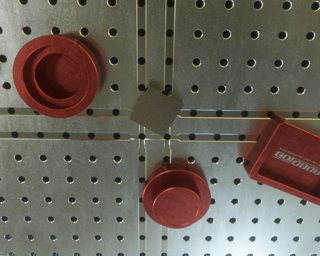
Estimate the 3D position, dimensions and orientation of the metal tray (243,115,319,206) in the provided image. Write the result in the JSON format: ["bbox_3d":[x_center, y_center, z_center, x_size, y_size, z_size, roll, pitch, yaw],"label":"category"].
[{"bbox_3d":[0.196,0.048,0.431,0.131,0.030,0.089,22,108,-9],"label":"metal tray"}]

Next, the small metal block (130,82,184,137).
[{"bbox_3d":[-0.004,-0.024,0.404,0.050,0.025,0.050,29,107,-11],"label":"small metal block"}]

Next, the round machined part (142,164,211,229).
[{"bbox_3d":[0.024,0.104,0.443,0.099,0.042,0.097,0,110,-1],"label":"round machined part"}]

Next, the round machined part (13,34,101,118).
[{"bbox_3d":[-0.121,-0.064,0.379,0.099,0.042,0.097,0,110,-1],"label":"round machined part"}]
